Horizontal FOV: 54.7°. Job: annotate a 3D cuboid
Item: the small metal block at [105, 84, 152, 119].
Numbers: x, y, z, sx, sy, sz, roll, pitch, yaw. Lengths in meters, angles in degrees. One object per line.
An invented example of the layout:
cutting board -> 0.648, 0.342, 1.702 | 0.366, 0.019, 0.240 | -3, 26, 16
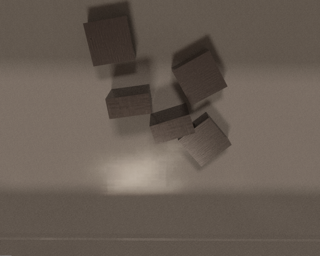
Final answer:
small metal block -> -0.037, -0.034, 0.385 | 0.050, 0.050, 0.025 | -7, 110, 2

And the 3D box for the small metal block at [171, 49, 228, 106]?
small metal block -> 0.049, -0.064, 0.388 | 0.050, 0.025, 0.050 | -28, 108, 9

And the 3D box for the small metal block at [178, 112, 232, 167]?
small metal block -> 0.059, 0.015, 0.418 | 0.050, 0.025, 0.050 | -38, 106, 12

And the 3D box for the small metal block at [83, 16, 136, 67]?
small metal block -> -0.059, -0.105, 0.372 | 0.050, 0.025, 0.050 | -9, 110, 3

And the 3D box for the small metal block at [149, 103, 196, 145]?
small metal block -> 0.015, -0.007, 0.396 | 0.050, 0.050, 0.025 | -17, 109, 6
